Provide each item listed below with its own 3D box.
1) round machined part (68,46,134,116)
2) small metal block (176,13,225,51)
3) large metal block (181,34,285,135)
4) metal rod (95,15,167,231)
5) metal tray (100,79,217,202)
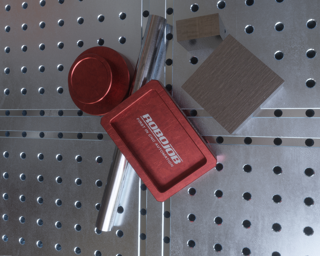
[{"bbox_3d":[-0.088,-0.066,0.433,0.098,0.042,0.097,0,90,19],"label":"round machined part"},{"bbox_3d":[0.052,-0.116,0.381,0.050,0.050,0.025,-4,89,19],"label":"small metal block"},{"bbox_3d":[0.087,-0.049,0.368,0.080,0.050,0.080,46,104,14],"label":"large metal block"},{"bbox_3d":[-0.041,-0.003,0.425,0.025,0.025,0.298,17,95,19],"label":"metal rod"},{"bbox_3d":[-0.001,0.015,0.392,0.090,0.030,0.130,-37,88,9],"label":"metal tray"}]
